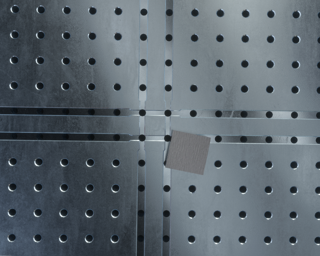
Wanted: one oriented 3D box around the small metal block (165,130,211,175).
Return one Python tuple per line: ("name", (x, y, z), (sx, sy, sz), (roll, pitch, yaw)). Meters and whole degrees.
("small metal block", (0.037, 0.032, 0.414), (0.050, 0.025, 0.050), (12, 90, -1))
